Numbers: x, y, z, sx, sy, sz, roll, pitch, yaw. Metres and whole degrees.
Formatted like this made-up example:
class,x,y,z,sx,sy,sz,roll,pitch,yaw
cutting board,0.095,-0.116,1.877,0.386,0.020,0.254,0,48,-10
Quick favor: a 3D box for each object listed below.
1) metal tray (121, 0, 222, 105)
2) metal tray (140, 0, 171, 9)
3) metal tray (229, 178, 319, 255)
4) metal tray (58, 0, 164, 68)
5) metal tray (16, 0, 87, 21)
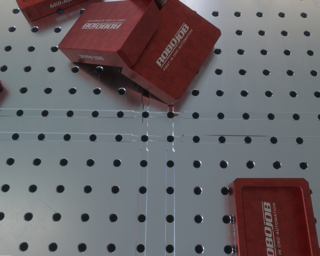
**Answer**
class,x,y,z,sx,sy,sz,roll,pitch,yaw
metal tray,0.017,-0.109,0.437,0.090,0.030,0.130,34,73,-5
metal tray,-0.009,-0.205,0.430,0.030,0.130,0.090,27,72,16
metal tray,0.133,0.126,0.363,0.090,0.030,0.130,0,70,0
metal tray,-0.070,-0.131,0.423,0.130,0.030,0.090,14,67,38
metal tray,-0.168,-0.234,0.493,0.131,0.030,0.090,-25,72,-9
